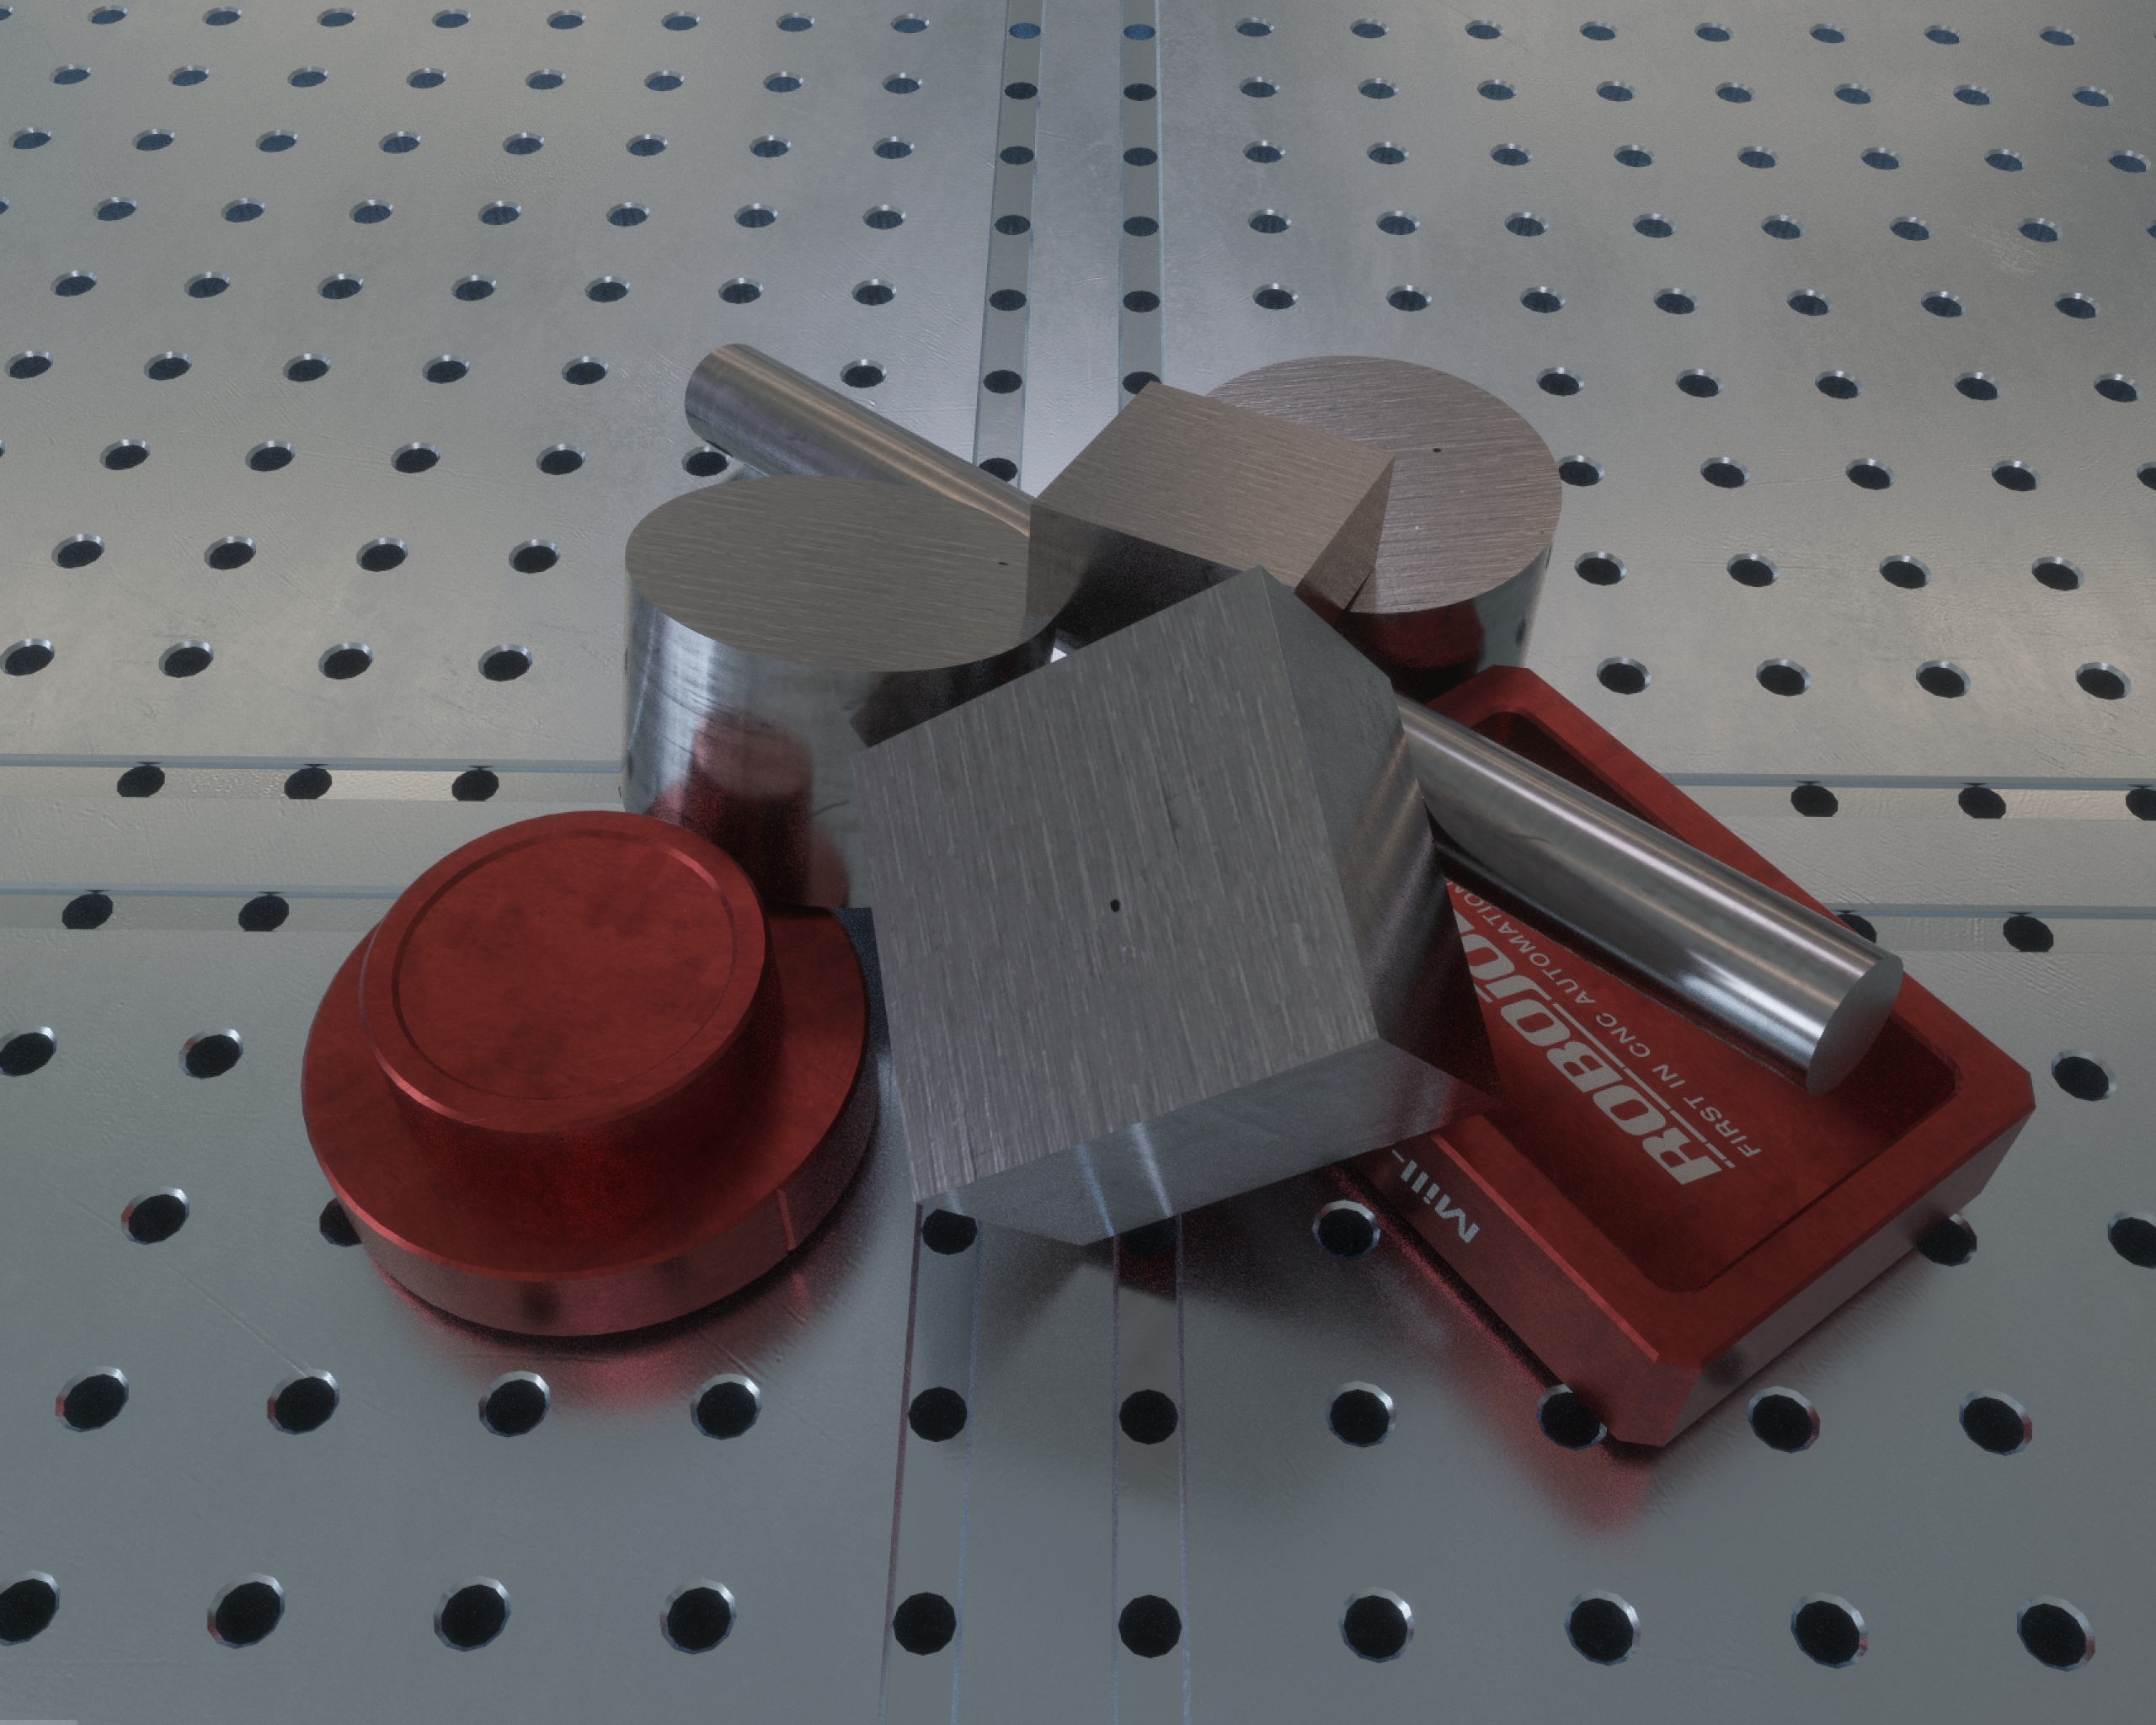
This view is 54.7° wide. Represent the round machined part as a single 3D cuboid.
[{"bbox_3d":[-0.086,0.029,0.366,0.099,0.042,0.098,0,50,0],"label":"round machined part"}]

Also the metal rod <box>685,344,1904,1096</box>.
[{"bbox_3d":[0.018,-0.043,0.407,0.025,0.025,0.300,-35,49,-26],"label":"metal rod"}]

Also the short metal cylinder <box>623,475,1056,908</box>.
[{"bbox_3d":[-0.046,-0.035,0.401,0.081,0.050,0.080,7,33,-4],"label":"short metal cylinder"}]

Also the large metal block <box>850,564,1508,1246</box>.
[{"bbox_3d":[0.015,0.010,0.344,0.080,0.050,0.080,-23,62,24],"label":"large metal block"}]

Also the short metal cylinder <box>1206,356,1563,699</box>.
[{"bbox_3d":[0.057,-0.062,0.440,0.081,0.050,0.080,0,50,0],"label":"short metal cylinder"}]

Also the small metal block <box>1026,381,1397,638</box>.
[{"bbox_3d":[0.025,-0.060,0.385,0.050,0.025,0.050,21,45,17],"label":"small metal block"}]

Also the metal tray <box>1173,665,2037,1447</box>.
[{"bbox_3d":[0.089,0.028,0.376,0.091,0.030,0.130,-29,56,-23],"label":"metal tray"}]
